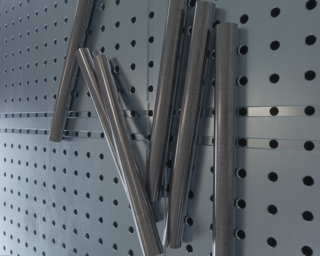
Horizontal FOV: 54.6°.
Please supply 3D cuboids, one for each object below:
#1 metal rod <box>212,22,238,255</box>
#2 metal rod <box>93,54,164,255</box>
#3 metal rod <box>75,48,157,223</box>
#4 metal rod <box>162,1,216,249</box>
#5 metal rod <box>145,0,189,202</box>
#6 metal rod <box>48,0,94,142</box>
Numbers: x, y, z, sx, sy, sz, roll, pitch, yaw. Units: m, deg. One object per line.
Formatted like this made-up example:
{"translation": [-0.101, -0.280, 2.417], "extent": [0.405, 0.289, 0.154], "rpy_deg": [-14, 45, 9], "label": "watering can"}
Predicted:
{"translation": [0.073, 0.035, 0.349], "extent": [0.025, 0.025, 0.298], "rpy_deg": [1, 91, 40], "label": "metal rod"}
{"translation": [-0.050, 0.023, 0.429], "extent": [0.025, 0.025, 0.299], "rpy_deg": [-35, 61, 34], "label": "metal rod"}
{"translation": [-0.073, 0.004, 0.470], "extent": [0.025, 0.025, 0.299], "rpy_deg": [-36, 68, 34], "label": "metal rod"}
{"translation": [0.035, 0.001, 0.381], "extent": [0.025, 0.025, 0.298], "rpy_deg": [12, 98, 39], "label": "metal rod"}
{"translation": [0.009, -0.052, 0.402], "extent": [0.025, 0.025, 0.298], "rpy_deg": [13, 98, 39], "label": "metal rod"}
{"translation": [-0.150, -0.117, 0.535], "extent": [0.025, 0.025, 0.298], "rpy_deg": [28, 107, 37], "label": "metal rod"}
